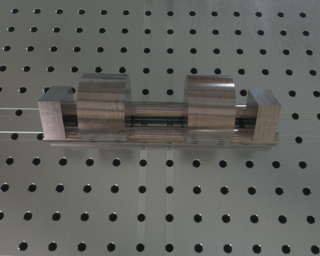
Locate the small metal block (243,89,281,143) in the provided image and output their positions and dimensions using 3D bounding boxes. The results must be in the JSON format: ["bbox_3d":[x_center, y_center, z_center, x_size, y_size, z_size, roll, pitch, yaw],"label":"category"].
[{"bbox_3d":[0.124,-0.016,0.381,0.025,0.050,0.050,0,29,1],"label":"small metal block"}]

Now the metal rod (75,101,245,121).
[{"bbox_3d":[0.004,-0.023,0.420,0.302,0.025,0.025,1,70,0],"label":"metal rod"}]

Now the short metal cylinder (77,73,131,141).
[{"bbox_3d":[-0.063,-0.024,0.368,0.050,0.080,0.080,1,70,0],"label":"short metal cylinder"}]

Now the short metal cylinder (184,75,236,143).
[{"bbox_3d":[0.056,-0.022,0.368,0.050,0.080,0.080,1,70,0],"label":"short metal cylinder"}]

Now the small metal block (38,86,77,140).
[{"bbox_3d":[-0.124,-0.019,0.381,0.025,0.050,0.050,1,28,1],"label":"small metal block"}]

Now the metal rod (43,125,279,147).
[{"bbox_3d":[0.001,0.010,0.408,0.302,0.025,0.025,1,70,0],"label":"metal rod"}]
